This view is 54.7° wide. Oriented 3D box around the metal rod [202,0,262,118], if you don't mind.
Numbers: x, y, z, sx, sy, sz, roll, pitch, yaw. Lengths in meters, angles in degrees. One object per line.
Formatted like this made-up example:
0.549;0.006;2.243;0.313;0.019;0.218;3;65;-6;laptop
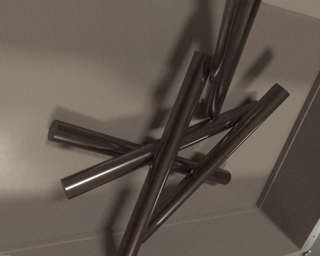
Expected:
0.065;-0.073;0.296;0.025;0.025;0.299;-32;163;-8;metal rod

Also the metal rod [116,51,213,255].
-0.001;0.054;0.377;0.025;0.025;0.298;14;102;-34;metal rod

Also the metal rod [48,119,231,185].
-0.005;0.043;0.434;0.302;0.025;0.025;20;108;-36;metal rod

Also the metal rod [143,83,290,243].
0.068;0.056;0.446;0.299;0.025;0.025;-47;130;9;metal rod

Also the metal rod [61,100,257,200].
0.021;0.019;0.409;0.302;0.025;0.025;-21;127;-25;metal rod
